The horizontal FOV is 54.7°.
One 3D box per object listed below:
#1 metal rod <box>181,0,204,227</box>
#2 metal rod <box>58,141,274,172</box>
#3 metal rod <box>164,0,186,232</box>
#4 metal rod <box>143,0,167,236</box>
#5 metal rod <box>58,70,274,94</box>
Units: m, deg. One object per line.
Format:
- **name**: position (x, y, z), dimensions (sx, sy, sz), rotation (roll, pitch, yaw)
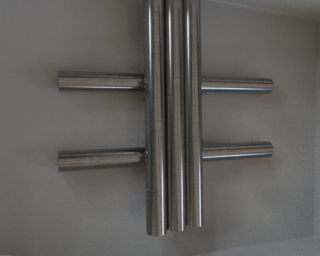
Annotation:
- **metal rod**: position (0.041, -0.026, 0.397), dimensions (0.025, 0.025, 0.298), rotation (-1, 90, -20)
- **metal rod**: position (0.022, 0.036, 0.417), dimensions (0.303, 0.025, 0.025), rotation (-1, 91, -20)
- **metal rod**: position (0.018, -0.023, 0.388), dimensions (0.025, 0.025, 0.298), rotation (-1, 90, -20)
- **metal rod**: position (-0.006, -0.021, 0.379), dimensions (0.025, 0.025, 0.298), rotation (-1, 90, -20)
- **metal rod**: position (0.022, -0.059, 0.417), dimensions (0.303, 0.025, 0.025), rotation (-2, 91, -20)
